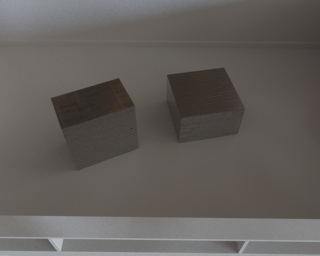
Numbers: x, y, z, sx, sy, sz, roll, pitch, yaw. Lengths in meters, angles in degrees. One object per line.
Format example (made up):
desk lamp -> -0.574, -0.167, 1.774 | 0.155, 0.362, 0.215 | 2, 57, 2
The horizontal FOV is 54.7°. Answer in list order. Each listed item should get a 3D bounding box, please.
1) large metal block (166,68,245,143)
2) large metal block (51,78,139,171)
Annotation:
large metal block -> 0.057, -0.032, 0.416 | 0.081, 0.050, 0.080 | -9, 51, -7
large metal block -> -0.075, -0.003, 0.372 | 0.081, 0.080, 0.050 | -20, 53, -16
